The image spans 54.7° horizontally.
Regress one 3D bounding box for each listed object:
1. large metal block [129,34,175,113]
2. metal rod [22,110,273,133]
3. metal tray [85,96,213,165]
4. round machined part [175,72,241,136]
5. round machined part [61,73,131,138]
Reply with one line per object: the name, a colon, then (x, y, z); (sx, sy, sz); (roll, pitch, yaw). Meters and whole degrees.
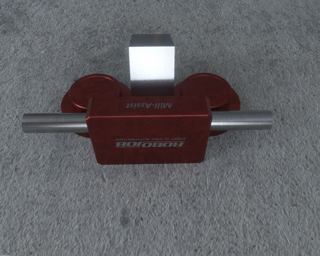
large metal block: (-0.010, -0.072, 0.394); (0.050, 0.079, 0.080); (-1, 27, -2)
metal rod: (-0.014, -0.008, 0.385); (0.302, 0.025, 0.025); (-1, 50, -1)
metal tray: (-0.012, 0.005, 0.358); (0.131, 0.089, 0.030); (-1, 50, -1)
round machined part: (0.061, -0.039, 0.426); (0.099, 0.042, 0.098); (0, 50, 0)
round machined part: (-0.085, -0.037, 0.421); (0.099, 0.042, 0.098); (0, 50, 0)
